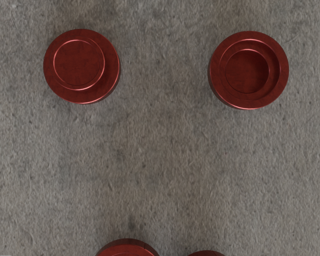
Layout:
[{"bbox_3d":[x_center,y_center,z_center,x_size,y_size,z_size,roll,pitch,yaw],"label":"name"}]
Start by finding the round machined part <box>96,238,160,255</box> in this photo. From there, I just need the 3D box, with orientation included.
[{"bbox_3d":[-0.042,0.191,0.401,0.099,0.042,0.097,0,90,-1],"label":"round machined part"}]

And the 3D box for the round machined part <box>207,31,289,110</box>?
[{"bbox_3d":[0.111,-0.072,0.403,0.099,0.042,0.097,0,90,-1],"label":"round machined part"}]

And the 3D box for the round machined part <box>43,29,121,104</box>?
[{"bbox_3d":[-0.102,-0.080,0.400,0.099,0.042,0.097,0,90,-1],"label":"round machined part"}]

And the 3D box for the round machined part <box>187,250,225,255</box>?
[{"bbox_3d":[0.053,0.202,0.394,0.099,0.042,0.097,-2,96,-15],"label":"round machined part"}]
